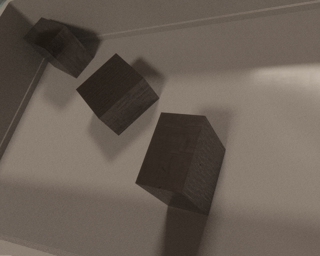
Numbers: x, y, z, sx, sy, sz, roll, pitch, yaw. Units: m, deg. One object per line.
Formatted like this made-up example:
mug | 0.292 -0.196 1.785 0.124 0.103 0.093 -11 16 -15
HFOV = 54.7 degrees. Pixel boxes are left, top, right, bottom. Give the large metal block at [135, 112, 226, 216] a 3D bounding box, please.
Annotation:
large metal block | 0.027 0.039 0.331 0.050 0.080 0.080 6 65 31

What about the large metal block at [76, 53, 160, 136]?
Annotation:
large metal block | -0.062 -0.050 0.451 0.080 0.050 0.080 -43 51 -2

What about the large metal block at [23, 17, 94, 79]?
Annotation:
large metal block | -0.179 -0.142 0.548 0.080 0.080 0.050 28 78 37
